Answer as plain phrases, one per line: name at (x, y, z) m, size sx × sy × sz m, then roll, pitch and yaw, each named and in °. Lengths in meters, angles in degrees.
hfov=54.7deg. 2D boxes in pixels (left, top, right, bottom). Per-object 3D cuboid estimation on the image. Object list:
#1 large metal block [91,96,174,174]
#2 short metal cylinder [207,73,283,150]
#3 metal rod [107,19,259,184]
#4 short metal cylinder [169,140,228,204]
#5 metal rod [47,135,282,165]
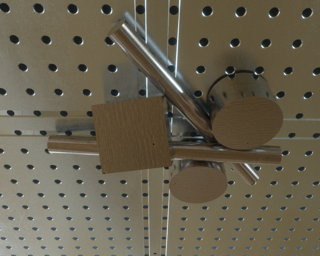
large metal block at (-0.030, 0.006, 0.372) m, size 0.080 × 0.050 × 0.079 m, roll -7°, pitch 95°, yaw 6°
short metal cylinder at (0.100, -0.020, 0.375) m, size 0.081 × 0.050 × 0.079 m, roll 0°, pitch 130°, yaw 0°
metal rod at (0.047, -0.014, 0.396) m, size 0.025 × 0.025 × 0.300 m, roll -31°, pitch 124°, yaw 23°
short metal cylinder at (0.053, 0.064, 0.445) m, size 0.081 × 0.050 × 0.079 m, roll 0°, pitch 130°, yaw 0°
metal rod at (0.002, 0.029, 0.409) m, size 0.302 × 0.025 × 0.025 m, roll 3°, pitch 131°, yaw 5°
